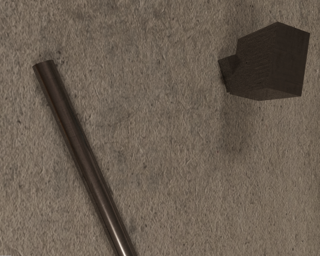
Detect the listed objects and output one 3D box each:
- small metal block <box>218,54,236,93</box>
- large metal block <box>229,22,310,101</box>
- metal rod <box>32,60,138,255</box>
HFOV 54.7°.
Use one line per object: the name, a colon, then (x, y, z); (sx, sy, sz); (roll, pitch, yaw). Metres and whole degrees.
small metal block: (0.119, -0.084, 0.455); (0.050, 0.025, 0.050); (-20, 97, -19)
large metal block: (0.141, -0.082, 0.407); (0.050, 0.080, 0.080); (10, 87, -20)
metal rod: (-0.082, 0.063, 0.379); (0.025, 0.025, 0.298); (-24, 98, -19)
